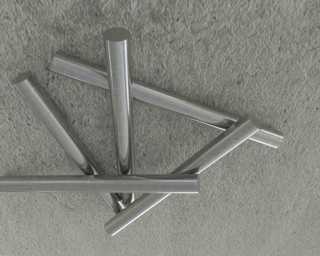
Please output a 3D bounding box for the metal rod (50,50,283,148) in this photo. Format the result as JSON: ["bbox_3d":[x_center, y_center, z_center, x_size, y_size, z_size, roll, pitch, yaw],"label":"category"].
[{"bbox_3d":[0.021,-0.029,0.382,0.302,0.025,0.025,18,128,-16],"label":"metal rod"}]

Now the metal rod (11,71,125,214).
[{"bbox_3d":[-0.108,0.049,0.447,0.025,0.025,0.299,-16,129,12],"label":"metal rod"}]

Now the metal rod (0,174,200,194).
[{"bbox_3d":[-0.095,0.078,0.436,0.301,0.025,0.025,-3,131,15],"label":"metal rod"}]

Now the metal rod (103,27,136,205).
[{"bbox_3d":[-0.045,0.014,0.395,0.025,0.025,0.298,1,137,-2],"label":"metal rod"}]

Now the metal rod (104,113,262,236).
[{"bbox_3d":[0.015,0.079,0.440,0.025,0.025,0.299,33,123,-25],"label":"metal rod"}]
